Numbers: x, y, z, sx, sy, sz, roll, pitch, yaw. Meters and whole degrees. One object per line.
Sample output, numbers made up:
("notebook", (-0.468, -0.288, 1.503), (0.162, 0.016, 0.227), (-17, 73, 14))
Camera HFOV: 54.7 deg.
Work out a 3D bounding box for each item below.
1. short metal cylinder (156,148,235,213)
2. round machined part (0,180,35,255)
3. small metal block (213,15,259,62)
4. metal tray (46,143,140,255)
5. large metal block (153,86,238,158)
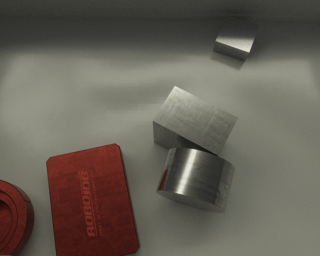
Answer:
("short metal cylinder", (0.041, 0.061, 0.359), (0.080, 0.080, 0.050), (16, 71, 5))
("round machined part", (-0.194, 0.111, 0.358), (0.099, 0.042, 0.098), (0, 70, -1))
("small metal block", (0.112, -0.133, 0.460), (0.050, 0.025, 0.050), (21, 71, 7))
("metal tray", (-0.081, 0.091, 0.373), (0.091, 0.030, 0.130), (-12, 71, -5))
("large metal block", (0.039, 0.004, 0.380), (0.080, 0.080, 0.050), (28, 73, 9))
